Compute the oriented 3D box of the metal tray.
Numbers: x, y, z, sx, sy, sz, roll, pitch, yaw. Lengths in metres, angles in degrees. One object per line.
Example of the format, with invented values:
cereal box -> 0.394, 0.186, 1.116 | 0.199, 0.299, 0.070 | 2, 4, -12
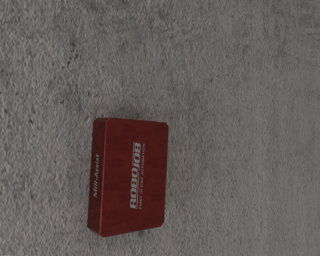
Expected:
metal tray -> -0.036, 0.055, 0.371 | 0.091, 0.030, 0.129 | 5, 87, -40
